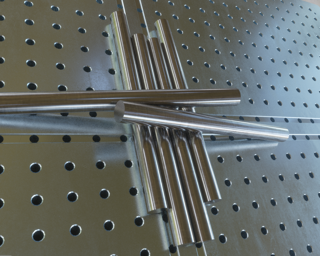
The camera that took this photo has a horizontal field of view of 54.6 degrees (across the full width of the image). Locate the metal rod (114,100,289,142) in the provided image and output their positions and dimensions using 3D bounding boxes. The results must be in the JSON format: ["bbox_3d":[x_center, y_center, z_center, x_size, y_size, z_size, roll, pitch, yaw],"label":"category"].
[{"bbox_3d":[0.079,-0.004,0.426,0.302,0.025,0.025,7,59,-35],"label":"metal rod"}]

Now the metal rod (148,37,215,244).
[{"bbox_3d":[0.020,-0.001,0.420,0.025,0.025,0.299,1,61,-28],"label":"metal rod"}]

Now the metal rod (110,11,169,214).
[{"bbox_3d":[-0.033,-0.038,0.412,0.025,0.025,0.299,1,61,-28],"label":"metal rod"}]

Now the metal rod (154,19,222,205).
[{"bbox_3d":[0.033,-0.040,0.449,0.025,0.025,0.299,1,61,-28],"label":"metal rod"}]

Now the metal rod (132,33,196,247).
[{"bbox_3d":[-0.003,-0.003,0.406,0.025,0.025,0.299,1,61,-28],"label":"metal rod"}]

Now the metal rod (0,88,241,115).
[{"bbox_3d":[-0.037,-0.034,0.379,0.302,0.025,0.025,-4,63,-20],"label":"metal rod"}]
